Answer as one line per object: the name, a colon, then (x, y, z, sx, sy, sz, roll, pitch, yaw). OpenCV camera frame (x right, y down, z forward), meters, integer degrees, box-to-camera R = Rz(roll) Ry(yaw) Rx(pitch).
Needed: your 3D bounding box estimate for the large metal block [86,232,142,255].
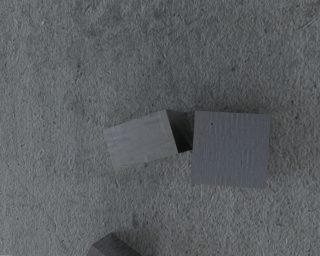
large metal block: (-0.065, 0.205, 0.418, 0.080, 0.050, 0.080, 30, 100, 17)

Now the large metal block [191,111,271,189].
large metal block: (0.078, 0.023, 0.358, 0.080, 0.050, 0.079, 3, 91, 5)

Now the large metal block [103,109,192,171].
large metal block: (-0.009, 0.015, 0.383, 0.080, 0.080, 0.050, -18, 84, 19)
